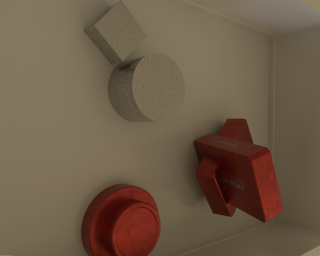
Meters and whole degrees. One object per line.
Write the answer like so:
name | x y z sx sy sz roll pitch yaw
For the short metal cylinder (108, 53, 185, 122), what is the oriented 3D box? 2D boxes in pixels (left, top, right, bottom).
short metal cylinder | -0.016 -0.047 0.379 0.081 0.050 0.079 0 90 -40

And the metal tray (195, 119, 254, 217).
metal tray | 0.107 0.057 0.476 0.131 0.030 0.090 -51 128 -38

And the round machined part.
round machined part | -0.038 0.118 0.366 0.099 0.042 0.097 0 90 -40

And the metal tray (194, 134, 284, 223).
metal tray | 0.101 0.062 0.424 0.030 0.130 0.089 -23 105 -20

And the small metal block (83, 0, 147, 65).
small metal block | -0.052 -0.112 0.365 0.050 0.025 0.050 51 60 -28
